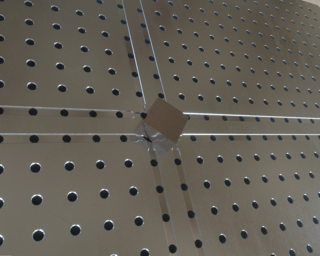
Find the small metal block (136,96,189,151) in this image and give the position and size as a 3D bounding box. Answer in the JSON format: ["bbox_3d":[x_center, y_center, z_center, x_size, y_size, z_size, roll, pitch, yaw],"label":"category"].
[{"bbox_3d":[0.004,-0.006,0.413,0.050,0.025,0.050,34,52,-7],"label":"small metal block"}]
